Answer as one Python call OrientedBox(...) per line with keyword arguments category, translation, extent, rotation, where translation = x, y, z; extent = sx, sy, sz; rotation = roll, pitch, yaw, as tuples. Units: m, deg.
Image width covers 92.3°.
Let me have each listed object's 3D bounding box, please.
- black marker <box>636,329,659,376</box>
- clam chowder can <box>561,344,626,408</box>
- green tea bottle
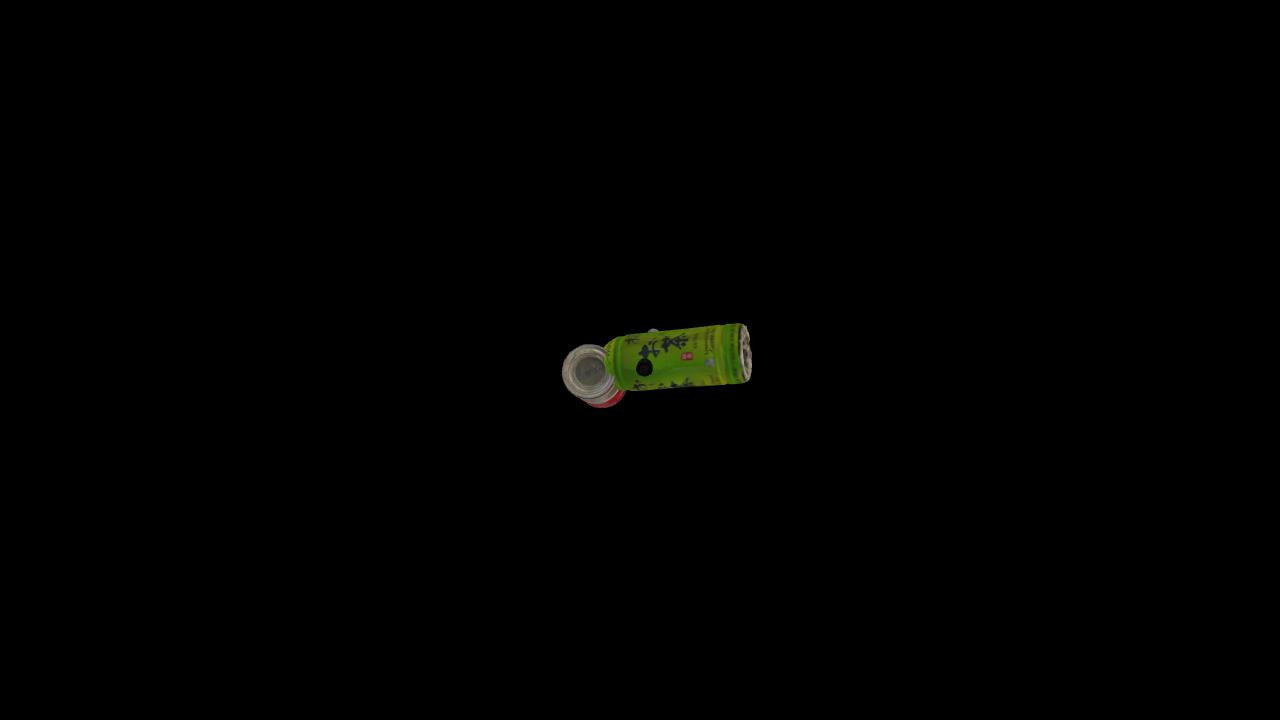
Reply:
OrientedBox(category="black marker", translation=(0.011, -0.010, 0.740), extent=(0.020, 0.020, 0.121), rotation=(0, 22, 7))
OrientedBox(category="clam chowder can", translation=(-0.055, 0.022, 0.764), extent=(0.068, 0.068, 0.102), rotation=(0, -10, 6))
OrientedBox(category="green tea bottle", translation=(0.022, 0.001, 0.726), extent=(0.212, 0.073, 0.073), rotation=(-6, -2, 21))
